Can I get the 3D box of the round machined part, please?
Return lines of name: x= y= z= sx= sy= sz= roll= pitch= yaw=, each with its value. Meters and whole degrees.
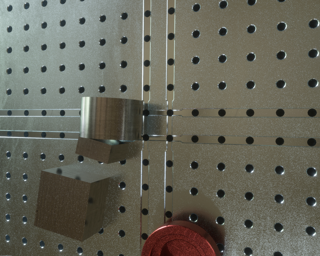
round machined part: x=0.029 y=0.166 z=0.393 sx=0.098 sy=0.042 sz=0.097 roll=0 pitch=90 yaw=20

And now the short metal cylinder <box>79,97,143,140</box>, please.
short metal cylinder: x=-0.063 y=-0.012 z=0.406 sx=0.080 sy=0.080 sz=0.050 roll=4 pitch=92 yaw=20

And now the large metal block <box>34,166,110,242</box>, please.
large metal block: x=-0.125 y=0.104 z=0.443 sx=0.080 sy=0.050 sz=0.079 roll=10 pitch=93 yaw=19

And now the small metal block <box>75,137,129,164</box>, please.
small metal block: x=-0.079 y=0.028 z=0.427 sx=0.050 sy=0.050 sz=0.025 roll=15 pitch=95 yaw=19
